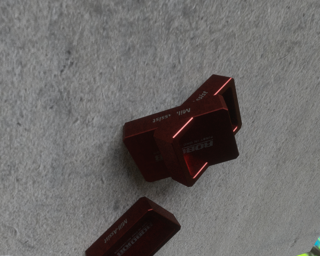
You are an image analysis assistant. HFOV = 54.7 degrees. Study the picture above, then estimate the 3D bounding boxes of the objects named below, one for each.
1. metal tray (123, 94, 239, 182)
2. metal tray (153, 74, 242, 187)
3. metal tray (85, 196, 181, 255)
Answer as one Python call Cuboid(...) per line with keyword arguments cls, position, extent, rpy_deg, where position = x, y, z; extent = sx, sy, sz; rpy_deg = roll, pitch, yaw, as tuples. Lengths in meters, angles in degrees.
Cuboid(cls="metal tray", position=(0.028, 0.017, 0.401), extent=(0.131, 0.030, 0.090), rpy_deg=(-17, 129, 8))
Cuboid(cls="metal tray", position=(0.056, 0.002, 0.406), extent=(0.131, 0.030, 0.090), rpy_deg=(-45, 133, -26))
Cuboid(cls="metal tray", position=(-0.041, 0.178, 0.493), extent=(0.130, 0.030, 0.090), rpy_deg=(-45, 130, 2))
